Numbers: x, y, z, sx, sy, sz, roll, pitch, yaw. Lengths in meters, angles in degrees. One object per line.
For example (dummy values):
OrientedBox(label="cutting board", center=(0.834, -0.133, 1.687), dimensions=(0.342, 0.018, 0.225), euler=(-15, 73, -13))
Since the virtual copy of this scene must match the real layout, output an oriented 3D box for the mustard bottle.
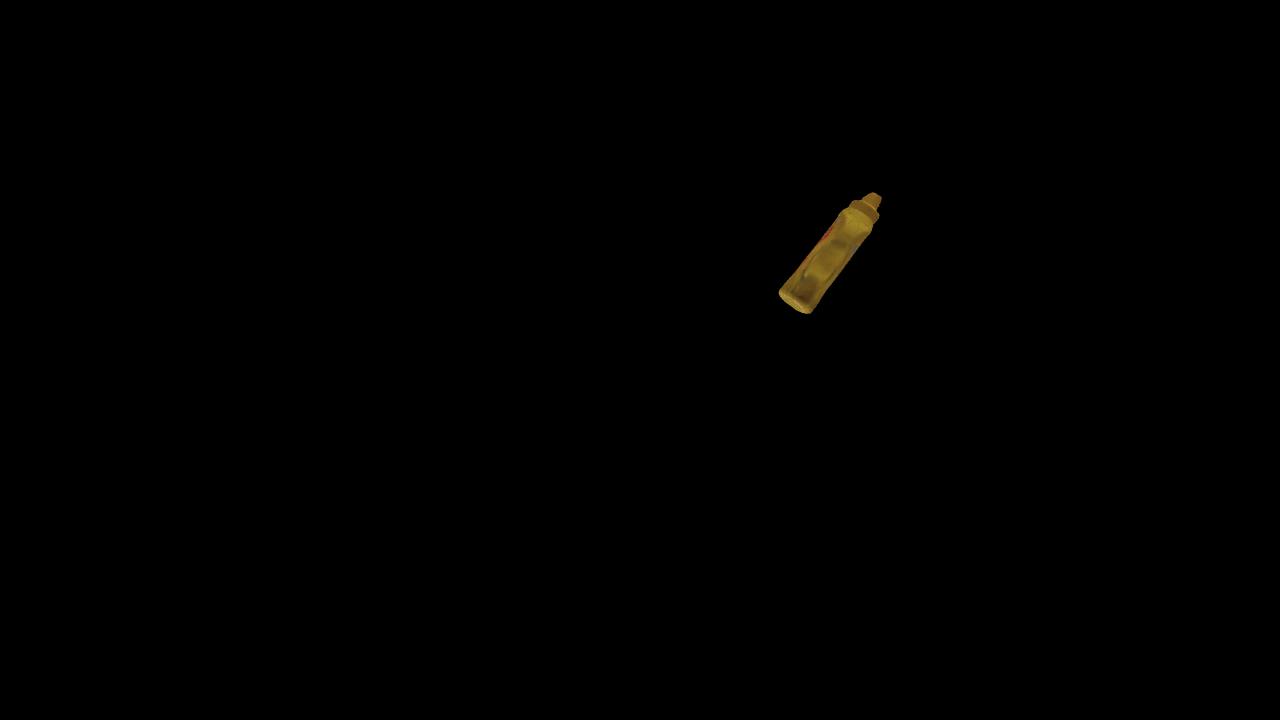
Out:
OrientedBox(label="mustard bottle", center=(0.266, -0.150, 0.840), dimensions=(0.054, 0.184, 0.092), euler=(38, 6, 11))
